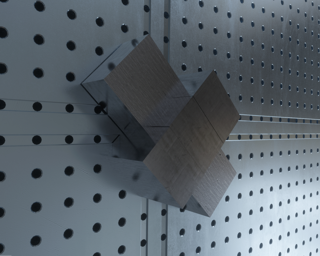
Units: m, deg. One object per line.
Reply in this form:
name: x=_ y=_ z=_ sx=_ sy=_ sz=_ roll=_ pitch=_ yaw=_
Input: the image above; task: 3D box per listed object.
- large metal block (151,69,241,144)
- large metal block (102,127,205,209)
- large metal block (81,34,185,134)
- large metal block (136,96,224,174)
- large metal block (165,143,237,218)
large metal block: x=0.047 y=-0.026 z=0.416 sx=0.050 sy=0.080 sz=0.080 roll=-52 pitch=121 yaw=-27
large metal block: x=-0.008 y=0.044 z=0.369 sx=0.050 sy=0.080 sz=0.080 roll=-52 pitch=121 yaw=-27
large metal block: x=-0.029 y=-0.050 z=0.367 sx=0.080 sy=0.050 sz=0.080 roll=-52 pitch=121 yaw=-26
large metal block: x=0.019 y=0.009 z=0.392 sx=0.050 sy=0.080 sz=0.080 roll=-52 pitch=121 yaw=-27
large metal block: x=0.054 y=0.065 z=0.441 sx=0.080 sy=0.050 sz=0.080 roll=-51 pitch=120 yaw=-27
